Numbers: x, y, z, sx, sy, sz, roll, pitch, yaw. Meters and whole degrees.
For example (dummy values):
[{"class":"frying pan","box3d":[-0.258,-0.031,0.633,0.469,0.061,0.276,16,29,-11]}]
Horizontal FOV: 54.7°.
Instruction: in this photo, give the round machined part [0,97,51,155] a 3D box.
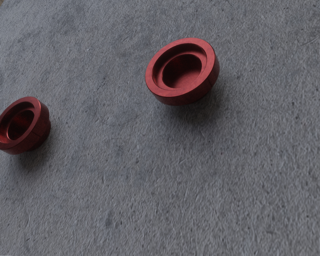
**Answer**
[{"class":"round machined part","box3d":[-0.221,0.000,0.509,0.098,0.042,0.098,-13,56,21]}]

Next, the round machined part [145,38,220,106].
[{"class":"round machined part","box3d":[0.033,-0.071,0.419,0.098,0.042,0.098,-13,56,21]}]
